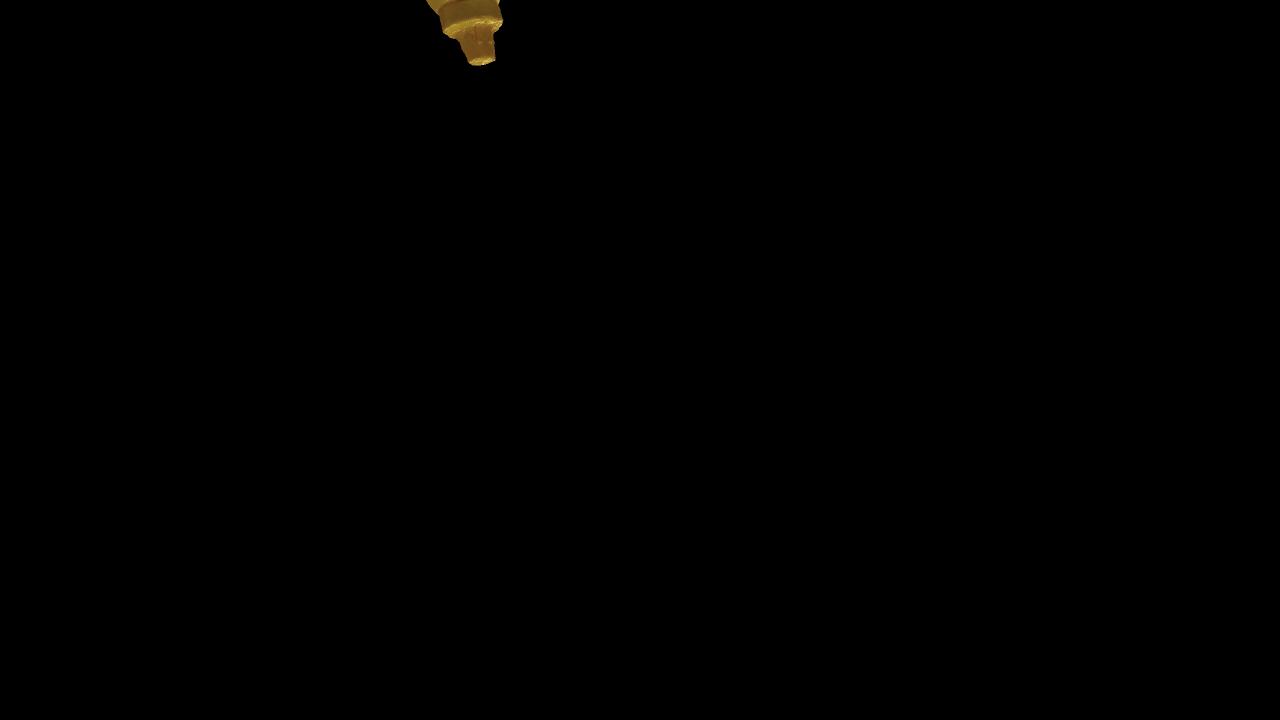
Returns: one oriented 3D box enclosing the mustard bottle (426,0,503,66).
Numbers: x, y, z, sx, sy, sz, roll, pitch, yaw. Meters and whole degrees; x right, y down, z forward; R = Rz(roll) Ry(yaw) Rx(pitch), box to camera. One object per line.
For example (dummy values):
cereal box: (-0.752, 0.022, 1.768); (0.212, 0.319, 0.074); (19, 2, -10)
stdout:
mustard bottle: (-0.129, -0.292, 0.405); (0.054, 0.184, 0.092); (0, 20, 39)
